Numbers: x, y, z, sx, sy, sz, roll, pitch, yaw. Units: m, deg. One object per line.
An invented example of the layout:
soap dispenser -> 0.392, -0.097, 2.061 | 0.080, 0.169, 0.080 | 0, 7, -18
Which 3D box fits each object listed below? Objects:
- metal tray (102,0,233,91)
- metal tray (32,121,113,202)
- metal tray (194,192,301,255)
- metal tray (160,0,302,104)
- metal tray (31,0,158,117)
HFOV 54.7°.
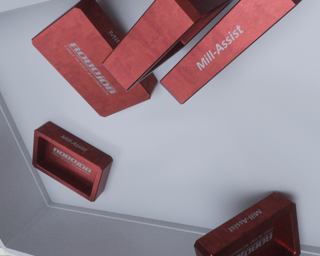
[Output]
metal tray -> 0.015, -0.091, 0.276 | 0.030, 0.131, 0.090 | 48, 129, -6
metal tray -> -0.149, 0.057, 0.516 | 0.130, 0.030, 0.089 | 29, 128, 9
metal tray -> 0.110, 0.147, 0.376 | 0.030, 0.131, 0.089 | 27, 137, 59
metal tray -> 0.065, -0.084, 0.279 | 0.030, 0.090, 0.129 | 46, 129, -4
metal tray -> -0.076, -0.078, 0.374 | 0.090, 0.030, 0.130 | -19, 124, 35
